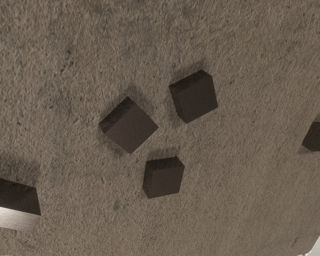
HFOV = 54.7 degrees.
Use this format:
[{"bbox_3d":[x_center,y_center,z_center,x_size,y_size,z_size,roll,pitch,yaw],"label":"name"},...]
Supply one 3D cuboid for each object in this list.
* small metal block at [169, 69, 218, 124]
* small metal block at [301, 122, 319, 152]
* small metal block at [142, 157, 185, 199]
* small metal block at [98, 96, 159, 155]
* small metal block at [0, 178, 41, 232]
[{"bbox_3d":[0.045,-0.041,0.408,0.050,0.025,0.050,-28,128,-11],"label":"small metal block"},{"bbox_3d":[0.305,0.017,0.588,0.050,0.025,0.050,1,118,-30],"label":"small metal block"},{"bbox_3d":[0.005,0.073,0.456,0.050,0.025,0.050,-5,121,-26],"label":"small metal block"},{"bbox_3d":[-0.038,-0.003,0.386,0.050,0.025,0.050,-44,130,2],"label":"small metal block"},{"bbox_3d":[-0.168,0.087,0.353,0.050,0.050,0.025,29,102,-38],"label":"small metal block"}]
